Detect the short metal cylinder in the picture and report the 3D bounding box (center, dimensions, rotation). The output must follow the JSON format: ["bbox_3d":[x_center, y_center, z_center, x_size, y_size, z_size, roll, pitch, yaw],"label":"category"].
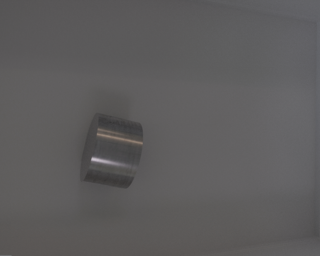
[{"bbox_3d":[-0.058,0.027,0.360,0.050,0.080,0.080,14,86,-20],"label":"short metal cylinder"}]
